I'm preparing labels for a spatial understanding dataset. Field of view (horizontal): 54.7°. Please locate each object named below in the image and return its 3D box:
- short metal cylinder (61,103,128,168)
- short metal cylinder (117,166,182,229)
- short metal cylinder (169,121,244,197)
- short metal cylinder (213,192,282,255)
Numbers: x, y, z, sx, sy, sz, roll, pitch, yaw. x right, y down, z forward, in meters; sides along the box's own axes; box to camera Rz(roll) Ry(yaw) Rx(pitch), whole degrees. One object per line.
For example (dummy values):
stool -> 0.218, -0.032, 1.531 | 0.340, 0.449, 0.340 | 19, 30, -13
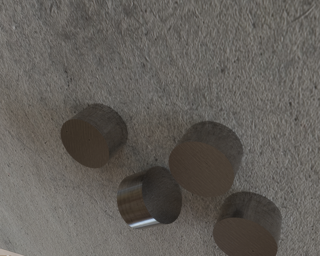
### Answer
short metal cylinder -> -0.094, 0.011, 0.447 | 0.080, 0.050, 0.079 | 13, 124, 21
short metal cylinder -> -0.014, 0.099, 0.440 | 0.050, 0.080, 0.080 | -25, 105, 37
short metal cylinder -> 0.058, 0.038, 0.384 | 0.080, 0.050, 0.079 | 13, 124, 21
short metal cylinder -> 0.116, 0.132, 0.411 | 0.080, 0.050, 0.079 | 13, 124, 21
